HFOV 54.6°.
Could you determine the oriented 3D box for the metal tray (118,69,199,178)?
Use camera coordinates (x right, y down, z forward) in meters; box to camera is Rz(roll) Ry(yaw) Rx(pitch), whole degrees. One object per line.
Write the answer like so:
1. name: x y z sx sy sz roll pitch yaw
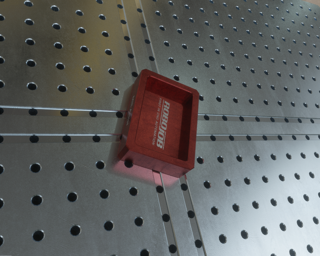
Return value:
1. metal tray: 0.003 -0.009 0.411 0.090 0.030 0.130 20 54 -17
